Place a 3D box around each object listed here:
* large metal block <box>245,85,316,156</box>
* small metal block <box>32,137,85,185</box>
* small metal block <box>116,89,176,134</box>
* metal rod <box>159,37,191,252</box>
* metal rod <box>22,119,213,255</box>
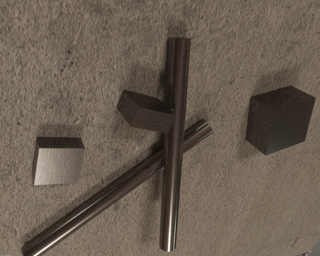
[{"bbox_3d":[0.187,-0.013,0.488,0.081,0.050,0.079,-17,125,-19],"label":"large metal block"},{"bbox_3d":[-0.121,0.039,0.366,0.050,0.025,0.050,3,117,-30],"label":"small metal block"},{"bbox_3d":[-0.017,-0.020,0.370,0.050,0.050,0.025,11,113,-33],"label":"small metal block"},{"bbox_3d":[0.017,0.036,0.409,0.025,0.025,0.298,-8,113,-25],"label":"metal rod"},{"bbox_3d":[-0.054,0.083,0.429,0.301,0.025,0.025,-35,129,-5],"label":"metal rod"}]
